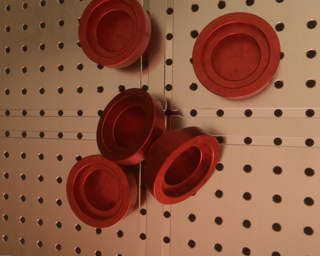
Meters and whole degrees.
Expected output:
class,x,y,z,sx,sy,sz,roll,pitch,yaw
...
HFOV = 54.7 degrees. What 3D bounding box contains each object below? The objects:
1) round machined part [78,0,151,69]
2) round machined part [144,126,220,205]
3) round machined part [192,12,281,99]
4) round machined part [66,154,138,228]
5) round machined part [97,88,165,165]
class,x,y,z,sx,sy,sz,roll,pitch,yaw
round machined part,-0.058,-0.130,0.423,0.098,0.042,0.097,0,90,19
round machined part,0.021,0.040,0.371,0.042,0.099,0.098,40,104,40
round machined part,0.091,-0.083,0.371,0.098,0.042,0.097,0,90,19
round machined part,-0.076,0.084,0.428,0.098,0.042,0.097,1,92,20
round machined part,-0.033,0.001,0.401,0.098,0.042,0.098,-16,61,33
